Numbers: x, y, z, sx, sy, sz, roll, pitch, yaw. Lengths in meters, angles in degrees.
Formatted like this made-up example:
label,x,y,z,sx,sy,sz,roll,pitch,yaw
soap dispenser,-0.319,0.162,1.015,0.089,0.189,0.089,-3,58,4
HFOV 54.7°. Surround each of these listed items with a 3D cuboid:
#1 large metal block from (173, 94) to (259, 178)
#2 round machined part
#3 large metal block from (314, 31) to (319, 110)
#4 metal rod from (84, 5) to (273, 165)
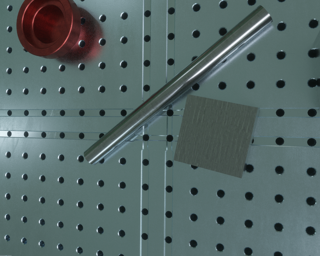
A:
label,x,y,z,sx,sy,sz,roll,pitch,yaw
large metal block,0.070,0.008,0.375,0.080,0.050,0.079,13,95,19
round machined part,-0.159,-0.151,0.459,0.098,0.042,0.097,0,90,20
large metal block,0.212,-0.063,0.324,0.080,0.050,0.080,-4,89,20
metal rod,0.013,-0.046,0.407,0.300,0.025,0.025,-38,78,15
